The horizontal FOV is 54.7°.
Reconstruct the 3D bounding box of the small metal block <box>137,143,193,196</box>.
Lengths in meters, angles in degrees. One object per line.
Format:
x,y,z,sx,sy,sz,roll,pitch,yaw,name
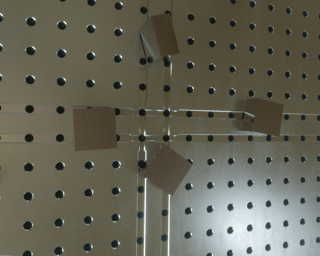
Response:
0.007,0.055,0.416,0.050,0.025,0.050,38,78,-17,small metal block

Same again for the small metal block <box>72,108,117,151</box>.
-0.082,0.001,0.383,0.050,0.025,0.050,-3,91,-20,small metal block

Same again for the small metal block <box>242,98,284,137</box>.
0.157,-0.015,0.473,0.050,0.025,0.050,11,86,-20,small metal block

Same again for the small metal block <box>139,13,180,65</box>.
-0.002,-0.113,0.399,0.025,0.050,0.050,-16,96,-20,small metal block
